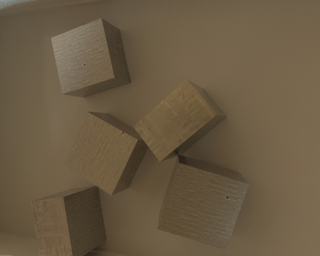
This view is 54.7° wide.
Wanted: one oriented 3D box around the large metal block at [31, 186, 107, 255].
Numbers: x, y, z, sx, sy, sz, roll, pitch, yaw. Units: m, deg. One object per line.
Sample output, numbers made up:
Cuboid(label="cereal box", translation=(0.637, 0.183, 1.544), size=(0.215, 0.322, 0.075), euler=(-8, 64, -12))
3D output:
Cuboid(label="large metal block", translation=(-0.121, 0.128, 0.423), size=(0.050, 0.080, 0.080), euler=(-11, 86, 19))

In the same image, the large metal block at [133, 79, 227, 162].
Cuboid(label="large metal block", translation=(0.028, -0.008, 0.371), size=(0.080, 0.080, 0.050), euler=(-41, 77, 15))

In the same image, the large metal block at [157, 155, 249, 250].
Cuboid(label="large metal block", translation=(0.049, 0.085, 0.368), size=(0.080, 0.050, 0.080), euler=(17, 96, 0))

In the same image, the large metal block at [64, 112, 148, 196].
Cuboid(label="large metal block", translation=(-0.069, 0.032, 0.421), size=(0.080, 0.050, 0.080), euler=(28, 99, 17))

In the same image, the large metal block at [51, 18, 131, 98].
Cuboid(label="large metal block", translation=(-0.094, -0.093, 0.429), size=(0.080, 0.050, 0.080), euler=(-14, 85, 19))
